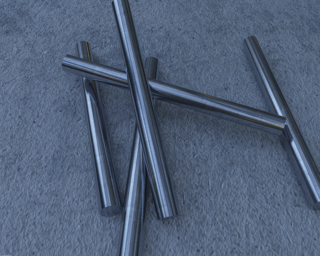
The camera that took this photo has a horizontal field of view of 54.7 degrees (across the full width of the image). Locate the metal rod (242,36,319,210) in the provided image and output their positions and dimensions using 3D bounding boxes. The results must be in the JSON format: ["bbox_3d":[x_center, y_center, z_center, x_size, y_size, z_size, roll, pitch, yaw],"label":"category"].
[{"bbox_3d":[0.164,-0.031,0.430,0.025,0.025,0.300,-3,50,-3],"label":"metal rod"}]

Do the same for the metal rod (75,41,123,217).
[{"bbox_3d":[-0.090,-0.023,0.421,0.025,0.025,0.300,-11,51,-9],"label":"metal rod"}]

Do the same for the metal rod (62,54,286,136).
[{"bbox_3d":[0.011,-0.047,0.410,0.301,0.025,0.025,18,52,10],"label":"metal rod"}]

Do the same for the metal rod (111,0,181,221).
[{"bbox_3d":[-0.023,-0.040,0.381,0.025,0.025,0.299,-10,68,-9],"label":"metal rod"}]

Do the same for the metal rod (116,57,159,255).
[{"bbox_3d":[-0.021,0.012,0.392,0.025,0.025,0.300,3,50,2],"label":"metal rod"}]
